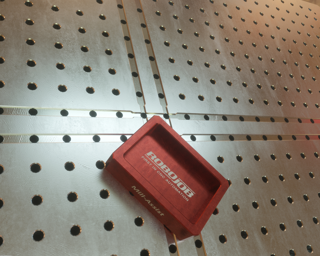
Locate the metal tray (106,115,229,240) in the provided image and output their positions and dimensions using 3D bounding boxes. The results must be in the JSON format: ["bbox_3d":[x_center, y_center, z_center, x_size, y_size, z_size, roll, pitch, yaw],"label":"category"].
[{"bbox_3d":[0.011,0.057,0.375,0.130,0.030,0.090,44,51,2],"label":"metal tray"}]
